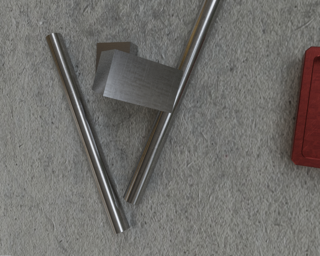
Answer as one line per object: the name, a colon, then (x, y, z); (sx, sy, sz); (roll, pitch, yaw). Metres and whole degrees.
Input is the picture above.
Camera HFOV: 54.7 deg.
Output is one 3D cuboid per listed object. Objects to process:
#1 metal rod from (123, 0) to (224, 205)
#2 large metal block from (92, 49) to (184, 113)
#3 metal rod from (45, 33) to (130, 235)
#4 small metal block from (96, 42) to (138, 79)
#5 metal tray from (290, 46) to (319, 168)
metal rod: (0.018, -0.039, 0.402); (0.025, 0.025, 0.298); (25, 98, 18)
large metal block: (-0.030, -0.057, 0.372); (0.081, 0.080, 0.050); (13, 96, -23)
metal rod: (-0.106, 0.003, 0.444); (0.025, 0.025, 0.299); (-23, 83, 18)
small metal block: (-0.060, -0.091, 0.429); (0.050, 0.025, 0.050); (4, 91, 19)
metal tray: (0.198, -0.019, 0.336); (0.090, 0.030, 0.129); (7, 92, 19)
